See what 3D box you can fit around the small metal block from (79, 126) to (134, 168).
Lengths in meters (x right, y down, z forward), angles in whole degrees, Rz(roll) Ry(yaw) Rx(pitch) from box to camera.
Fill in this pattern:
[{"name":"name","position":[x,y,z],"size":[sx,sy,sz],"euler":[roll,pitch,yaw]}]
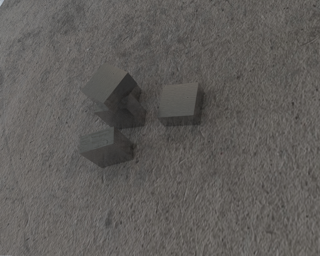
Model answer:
[{"name":"small metal block","position":[-0.069,0.027,0.408],"size":[0.050,0.050,0.025],"euler":[-17,55,19]}]

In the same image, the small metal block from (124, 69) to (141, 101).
[{"name":"small metal block","position":[-0.063,-0.057,0.456],"size":[0.050,0.050,0.025],"euler":[-5,60,25]}]

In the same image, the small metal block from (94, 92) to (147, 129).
[{"name":"small metal block","position":[-0.054,-0.022,0.430],"size":[0.050,0.050,0.025],"euler":[-7,59,25]}]

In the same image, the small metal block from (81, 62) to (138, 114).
[{"name":"small metal block","position":[-0.067,-0.054,0.408],"size":[0.050,0.025,0.050],"euler":[28,77,37]}]

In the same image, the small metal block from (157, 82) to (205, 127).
[{"name":"small metal block","position":[0.028,-0.031,0.408],"size":[0.050,0.025,0.050],"euler":[-3,60,27]}]
